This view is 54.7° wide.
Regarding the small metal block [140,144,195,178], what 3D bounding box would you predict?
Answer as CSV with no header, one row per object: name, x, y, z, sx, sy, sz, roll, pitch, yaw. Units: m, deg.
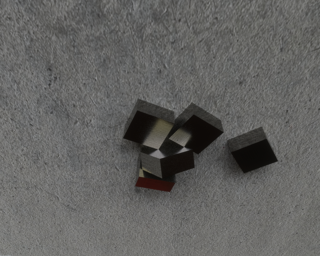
small metal block,0.009,0.042,0.407,0.050,0.050,0.025,-13,102,-30

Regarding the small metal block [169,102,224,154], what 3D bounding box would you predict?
small metal block,0.047,0.002,0.409,0.050,0.025,0.050,29,124,-23

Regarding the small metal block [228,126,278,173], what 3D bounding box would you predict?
small metal block,0.130,0.032,0.435,0.050,0.025,0.050,-24,126,19

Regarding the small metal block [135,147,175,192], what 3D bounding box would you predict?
small metal block,-0.006,0.059,0.439,0.050,0.050,0.025,12,136,-10

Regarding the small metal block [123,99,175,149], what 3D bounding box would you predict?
small metal block,-0.015,-0.004,0.403,0.050,0.025,0.050,19,128,-16
